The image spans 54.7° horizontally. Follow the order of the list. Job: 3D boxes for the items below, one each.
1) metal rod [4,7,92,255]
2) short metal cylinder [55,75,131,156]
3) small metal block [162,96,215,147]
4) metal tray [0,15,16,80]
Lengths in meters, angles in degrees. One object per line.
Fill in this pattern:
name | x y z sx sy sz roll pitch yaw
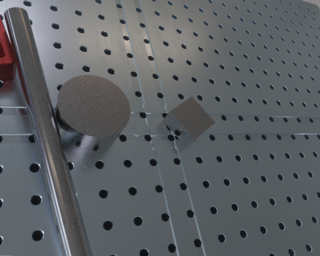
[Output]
metal rod | -0.116 0.007 0.319 0.025 0.025 0.299 -10 74 -33
short metal cylinder | -0.081 -0.014 0.357 0.081 0.050 0.080 14 56 -21
small metal block | 0.041 -0.009 0.436 0.050 0.025 0.050 49 51 6
metal tray | -0.236 -0.090 0.332 0.131 0.030 0.090 -15 70 -34
